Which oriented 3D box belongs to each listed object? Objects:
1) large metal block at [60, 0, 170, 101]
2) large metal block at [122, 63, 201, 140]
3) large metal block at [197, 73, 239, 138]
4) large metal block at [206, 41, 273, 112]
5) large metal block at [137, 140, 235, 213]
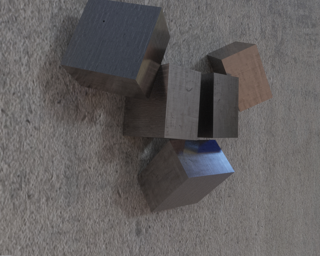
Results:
[{"bbox_3d":[-0.043,-0.082,0.324,0.050,0.080,0.080,59,47,-69],"label":"large metal block"},{"bbox_3d":[0.000,-0.028,0.373,0.050,0.080,0.080,6,86,-40],"label":"large metal block"},{"bbox_3d":[0.058,-0.028,0.422,0.050,0.080,0.079,1,90,-40],"label":"large metal block"},{"bbox_3d":[0.116,-0.079,0.462,0.050,0.080,0.080,-24,109,2],"label":"large metal block"},{"bbox_3d":[0.031,0.059,0.391,0.081,0.080,0.050,1,50,-40],"label":"large metal block"}]
